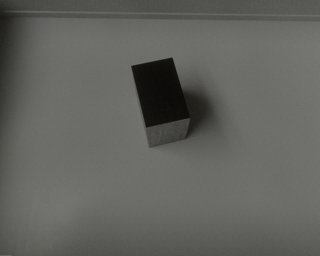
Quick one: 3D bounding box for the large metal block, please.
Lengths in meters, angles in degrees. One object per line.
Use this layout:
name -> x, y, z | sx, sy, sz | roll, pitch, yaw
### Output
large metal block -> 0.000, -0.029, 0.391 | 0.050, 0.080, 0.080 | -13, 71, -4
